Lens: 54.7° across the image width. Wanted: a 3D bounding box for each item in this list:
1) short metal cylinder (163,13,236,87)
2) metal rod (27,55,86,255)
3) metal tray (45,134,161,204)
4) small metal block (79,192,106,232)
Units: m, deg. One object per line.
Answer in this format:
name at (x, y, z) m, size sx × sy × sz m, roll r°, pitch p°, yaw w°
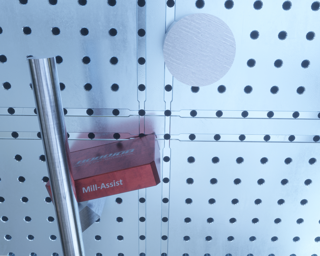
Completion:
short metal cylinder at (0.044, -0.094, 0.366) m, size 0.081 × 0.050 × 0.079 m, roll 0°, pitch 110°, yaw -1°
metal rod at (-0.106, 0.073, 0.341) m, size 0.025 × 0.025 × 0.298 m, roll -2°, pitch 110°, yaw 0°
metal tray at (-0.066, 0.051, 0.396) m, size 0.131 × 0.090 × 0.030 m, roll -13°, pitch 110°, yaw 4°
small metal block at (-0.107, 0.119, 0.442) m, size 0.050 × 0.050 × 0.025 m, roll -42°, pitch 105°, yaw 13°
